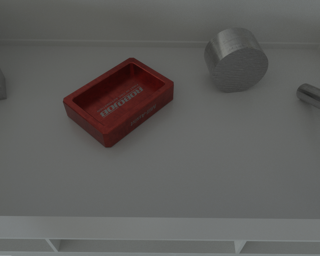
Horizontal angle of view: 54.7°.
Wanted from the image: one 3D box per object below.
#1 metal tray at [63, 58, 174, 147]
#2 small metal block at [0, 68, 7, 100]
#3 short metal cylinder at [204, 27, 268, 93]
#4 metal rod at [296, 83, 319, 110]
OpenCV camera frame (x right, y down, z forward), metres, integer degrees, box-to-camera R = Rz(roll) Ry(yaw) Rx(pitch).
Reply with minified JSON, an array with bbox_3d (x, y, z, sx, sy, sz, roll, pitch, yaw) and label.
[{"bbox_3d":[-0.055,-0.041,0.435,0.090,0.030,0.131,36,58,26],"label":"metal tray"},{"bbox_3d":[-0.257,-0.062,0.454,0.050,0.025,0.050,-16,52,-13],"label":"small metal block"},{"bbox_3d":[0.110,-0.098,0.453,0.081,0.080,0.050,-6,51,-6],"label":"short metal cylinder"},{"bbox_3d":[0.242,0.005,0.321,0.025,0.025,0.300,-9,25,-8],"label":"metal rod"}]
